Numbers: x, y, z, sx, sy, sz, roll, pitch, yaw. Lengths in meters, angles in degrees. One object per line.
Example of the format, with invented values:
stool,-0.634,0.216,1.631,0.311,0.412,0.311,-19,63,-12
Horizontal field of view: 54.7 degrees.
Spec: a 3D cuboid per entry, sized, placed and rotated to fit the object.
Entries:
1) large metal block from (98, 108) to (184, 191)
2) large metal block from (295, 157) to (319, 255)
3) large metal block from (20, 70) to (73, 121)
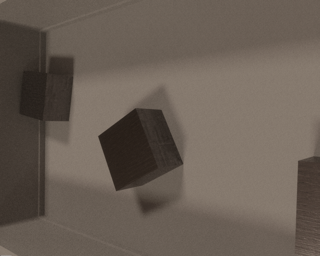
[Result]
large metal block,-0.027,0.029,0.411,0.080,0.050,0.080,-33,70,34
large metal block,0.163,0.069,0.256,0.080,0.050,0.079,3,92,39
large metal block,-0.205,-0.058,0.556,0.080,0.050,0.079,13,98,39
